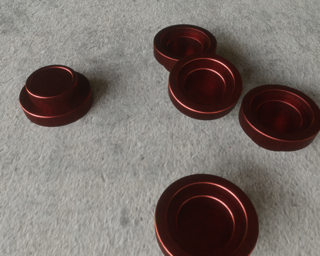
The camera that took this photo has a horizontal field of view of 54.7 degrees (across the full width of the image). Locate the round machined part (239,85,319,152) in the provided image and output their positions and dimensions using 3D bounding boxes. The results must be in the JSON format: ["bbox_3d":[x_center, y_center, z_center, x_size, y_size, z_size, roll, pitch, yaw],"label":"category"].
[{"bbox_3d":[0.151,-0.008,0.401,0.099,0.042,0.098,0,50,0],"label":"round machined part"}]

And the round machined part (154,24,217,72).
[{"bbox_3d":[0.039,-0.120,0.494,0.099,0.042,0.098,0,50,0],"label":"round machined part"}]

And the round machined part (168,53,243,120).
[{"bbox_3d":[0.060,-0.053,0.428,0.099,0.042,0.098,1,63,-1],"label":"round machined part"}]

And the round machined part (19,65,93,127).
[{"bbox_3d":[-0.147,-0.052,0.434,0.099,0.042,0.098,0,50,0],"label":"round machined part"}]

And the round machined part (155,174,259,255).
[{"bbox_3d":[0.044,0.099,0.310,0.099,0.042,0.098,0,50,0],"label":"round machined part"}]
